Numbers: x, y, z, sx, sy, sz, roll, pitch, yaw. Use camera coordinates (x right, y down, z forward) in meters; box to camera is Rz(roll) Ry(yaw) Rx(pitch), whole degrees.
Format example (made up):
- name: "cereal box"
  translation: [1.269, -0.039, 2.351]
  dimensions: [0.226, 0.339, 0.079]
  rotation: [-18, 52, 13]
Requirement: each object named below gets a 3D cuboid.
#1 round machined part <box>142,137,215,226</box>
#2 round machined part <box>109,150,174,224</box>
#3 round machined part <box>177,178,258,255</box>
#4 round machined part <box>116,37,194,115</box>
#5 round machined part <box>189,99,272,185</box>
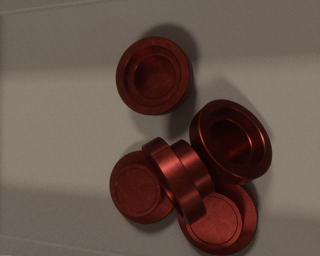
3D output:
- name: "round machined part"
  translation: [0.023, 0.051, 0.335]
  dimensions: [0.042, 0.098, 0.098]
  rotation: [-30, 80, -10]
- name: "round machined part"
  translation: [-0.024, 0.079, 0.409]
  dimensions: [0.098, 0.042, 0.097]
  rotation: [0, 90, 19]
- name: "round machined part"
  translation: [0.068, 0.107, 0.377]
  dimensions: [0.098, 0.042, 0.097]
  rotation: [0, 90, 19]
- name: "round machined part"
  translation: [-0.004, -0.064, 0.402]
  dimensions: [0.098, 0.042, 0.097]
  rotation: [0, 90, 19]
- name: "round machined part"
  translation: [0.076, 0.019, 0.355]
  dimensions: [0.098, 0.099, 0.042]
  rotation: [56, 141, 11]
